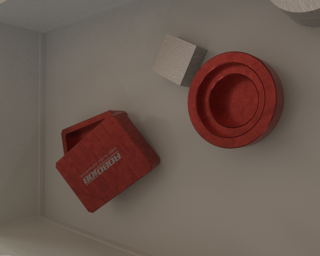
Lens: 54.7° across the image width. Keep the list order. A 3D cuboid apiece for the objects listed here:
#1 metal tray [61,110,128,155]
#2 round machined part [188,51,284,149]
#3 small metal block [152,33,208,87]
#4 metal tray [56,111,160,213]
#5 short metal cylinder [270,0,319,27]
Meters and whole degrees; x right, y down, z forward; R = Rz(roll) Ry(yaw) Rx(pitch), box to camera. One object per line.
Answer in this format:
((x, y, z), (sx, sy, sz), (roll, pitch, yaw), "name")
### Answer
((-0.100, 0.032, 0.483), (0.130, 0.030, 0.090), (-18, 79, 38), "metal tray")
((0.081, -0.028, 0.327), (0.098, 0.042, 0.097), (0, 90, 39), "round machined part")
((0.024, -0.084, 0.386), (0.050, 0.025, 0.050), (35, 111, 34), "small metal block")
((-0.076, 0.050, 0.434), (0.130, 0.030, 0.090), (-39, 87, 24), "metal tray")
((0.140, -0.136, 0.274), (0.080, 0.050, 0.079), (0, 90, 39), "short metal cylinder")
